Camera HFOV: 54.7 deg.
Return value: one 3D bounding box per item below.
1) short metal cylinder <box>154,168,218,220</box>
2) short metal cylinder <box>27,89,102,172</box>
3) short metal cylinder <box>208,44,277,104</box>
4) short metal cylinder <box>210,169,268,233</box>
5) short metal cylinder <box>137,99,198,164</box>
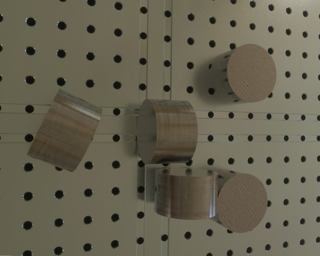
[{"bbox_3d":[0.033,0.081,0.397,0.081,0.080,0.050,2,90,-20],"label":"short metal cylinder"},{"bbox_3d":[-0.106,0.003,0.345,0.050,0.080,0.080,26,81,-19],"label":"short metal cylinder"},{"bbox_3d":[0.117,-0.075,0.444,0.081,0.050,0.079,0,90,-20],"label":"short metal cylinder"},{"bbox_3d":[0.103,0.101,0.439,0.081,0.050,0.079,0,90,-21],"label":"short metal cylinder"},{"bbox_3d":[0.006,0.005,0.387,0.050,0.080,0.079,1,90,-20],"label":"short metal cylinder"}]
